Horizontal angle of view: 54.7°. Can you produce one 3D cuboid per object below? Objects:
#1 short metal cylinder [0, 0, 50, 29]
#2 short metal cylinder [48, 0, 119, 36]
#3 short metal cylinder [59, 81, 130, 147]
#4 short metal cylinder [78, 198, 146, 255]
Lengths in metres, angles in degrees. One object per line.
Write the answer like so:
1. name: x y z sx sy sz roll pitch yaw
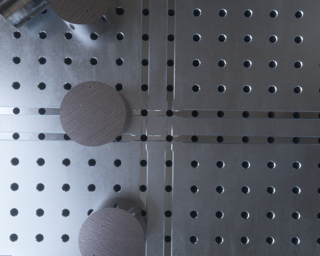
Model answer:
1. short metal cylinder: -0.184 -0.172 0.384 0.050 0.080 0.080 -37 90 0
2. short metal cylinder: -0.096 -0.165 0.400 0.081 0.050 0.079 0 90 0
3. short metal cylinder: -0.082 -0.017 0.400 0.081 0.050 0.079 0 90 0
4. short metal cylinder: -0.059 0.136 0.400 0.081 0.050 0.079 0 90 0
